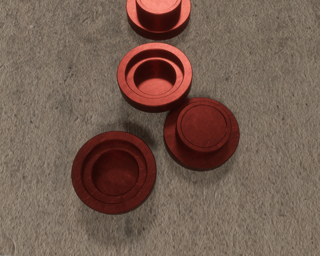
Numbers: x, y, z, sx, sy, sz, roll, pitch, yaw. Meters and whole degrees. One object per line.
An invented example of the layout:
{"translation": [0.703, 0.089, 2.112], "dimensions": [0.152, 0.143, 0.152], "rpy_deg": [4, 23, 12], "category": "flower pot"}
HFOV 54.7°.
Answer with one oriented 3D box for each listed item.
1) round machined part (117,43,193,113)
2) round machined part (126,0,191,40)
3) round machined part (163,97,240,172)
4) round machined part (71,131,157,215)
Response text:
{"translation": [-0.006, -0.063, 0.420], "dimensions": [0.099, 0.042, 0.098], "rpy_deg": [-1, 67, 2], "category": "round machined part"}
{"translation": [-0.002, -0.185, 0.467], "dimensions": [0.099, 0.042, 0.098], "rpy_deg": [0, 70, -1], "category": "round machined part"}
{"translation": [0.054, 0.004, 0.398], "dimensions": [0.099, 0.042, 0.098], "rpy_deg": [0, 70, -1], "category": "round machined part"}
{"translation": [-0.053, 0.056, 0.378], "dimensions": [0.099, 0.042, 0.098], "rpy_deg": [0, 70, -1], "category": "round machined part"}
